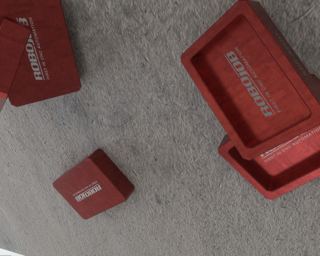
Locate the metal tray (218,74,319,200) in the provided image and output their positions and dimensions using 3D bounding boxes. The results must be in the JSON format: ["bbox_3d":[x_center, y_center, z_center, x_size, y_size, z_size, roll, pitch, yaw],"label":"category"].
[{"bbox_3d":[0.140,0.016,0.339,0.090,0.030,0.129,44,129,-3],"label":"metal tray"}]

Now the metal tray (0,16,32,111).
[{"bbox_3d":[-0.201,-0.074,0.395,0.030,0.090,0.130,20,166,-27],"label":"metal tray"}]

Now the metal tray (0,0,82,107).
[{"bbox_3d":[-0.159,-0.100,0.387,0.030,0.091,0.129,40,144,54],"label":"metal tray"}]

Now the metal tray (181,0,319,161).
[{"bbox_3d":[0.089,-0.044,0.302,0.090,0.030,0.130,-38,79,40],"label":"metal tray"}]

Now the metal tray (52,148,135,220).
[{"bbox_3d":[-0.116,0.099,0.526,0.130,0.030,0.090,-33,100,38],"label":"metal tray"}]
